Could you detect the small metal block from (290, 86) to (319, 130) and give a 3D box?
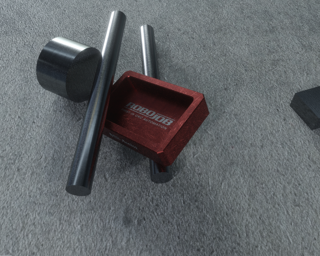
[{"bbox_3d":[0.220,-0.029,0.429,0.050,0.025,0.050,-16,52,-13],"label":"small metal block"}]

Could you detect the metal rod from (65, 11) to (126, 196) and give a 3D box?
[{"bbox_3d":[-0.074,-0.056,0.399,0.025,0.025,0.300,2,52,2],"label":"metal rod"}]

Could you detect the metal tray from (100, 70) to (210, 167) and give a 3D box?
[{"bbox_3d":[-0.018,-0.018,0.384,0.130,0.030,0.090,24,65,34],"label":"metal tray"}]

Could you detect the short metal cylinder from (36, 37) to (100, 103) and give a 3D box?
[{"bbox_3d":[-0.124,-0.081,0.435,0.050,0.080,0.080,23,54,18],"label":"short metal cylinder"}]

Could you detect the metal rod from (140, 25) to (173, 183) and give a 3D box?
[{"bbox_3d":[-0.011,-0.057,0.450,0.025,0.025,0.300,-4,50,-3],"label":"metal rod"}]
